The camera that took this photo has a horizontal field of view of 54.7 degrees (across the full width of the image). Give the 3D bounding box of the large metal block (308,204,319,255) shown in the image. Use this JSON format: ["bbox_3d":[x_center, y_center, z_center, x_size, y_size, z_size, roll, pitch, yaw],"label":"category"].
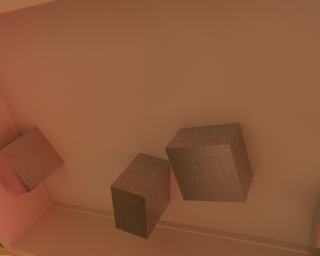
[{"bbox_3d":[0.212,0.125,0.337,0.080,0.050,0.080,9,152,23],"label":"large metal block"}]

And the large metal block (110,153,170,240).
[{"bbox_3d":[-0.024,0.095,0.445,0.050,0.080,0.079,13,124,21],"label":"large metal block"}]

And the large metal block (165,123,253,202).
[{"bbox_3d":[0.063,0.044,0.386,0.080,0.050,0.080,-6,116,31],"label":"large metal block"}]

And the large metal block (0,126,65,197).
[{"bbox_3d":[-0.227,0.056,0.528,0.050,0.080,0.080,-23,106,36],"label":"large metal block"}]
